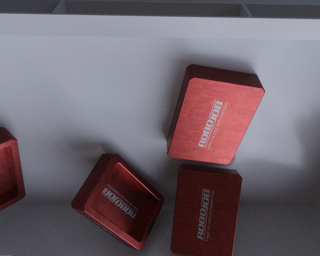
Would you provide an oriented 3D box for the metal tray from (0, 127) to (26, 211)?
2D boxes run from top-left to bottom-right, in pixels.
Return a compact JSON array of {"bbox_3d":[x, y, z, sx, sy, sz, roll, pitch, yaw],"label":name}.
[{"bbox_3d":[-0.240,0.070,0.424,0.030,0.091,0.129,37,135,26],"label":"metal tray"}]

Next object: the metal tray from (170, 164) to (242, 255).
[{"bbox_3d":[0.067,0.124,0.461,0.091,0.030,0.129,6,96,4],"label":"metal tray"}]

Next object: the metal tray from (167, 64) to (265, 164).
[{"bbox_3d":[0.065,-0.012,0.397,0.091,0.030,0.129,8,130,-7],"label":"metal tray"}]

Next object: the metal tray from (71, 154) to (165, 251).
[{"bbox_3d":[-0.055,0.109,0.456,0.030,0.090,0.130,-3,138,43],"label":"metal tray"}]
